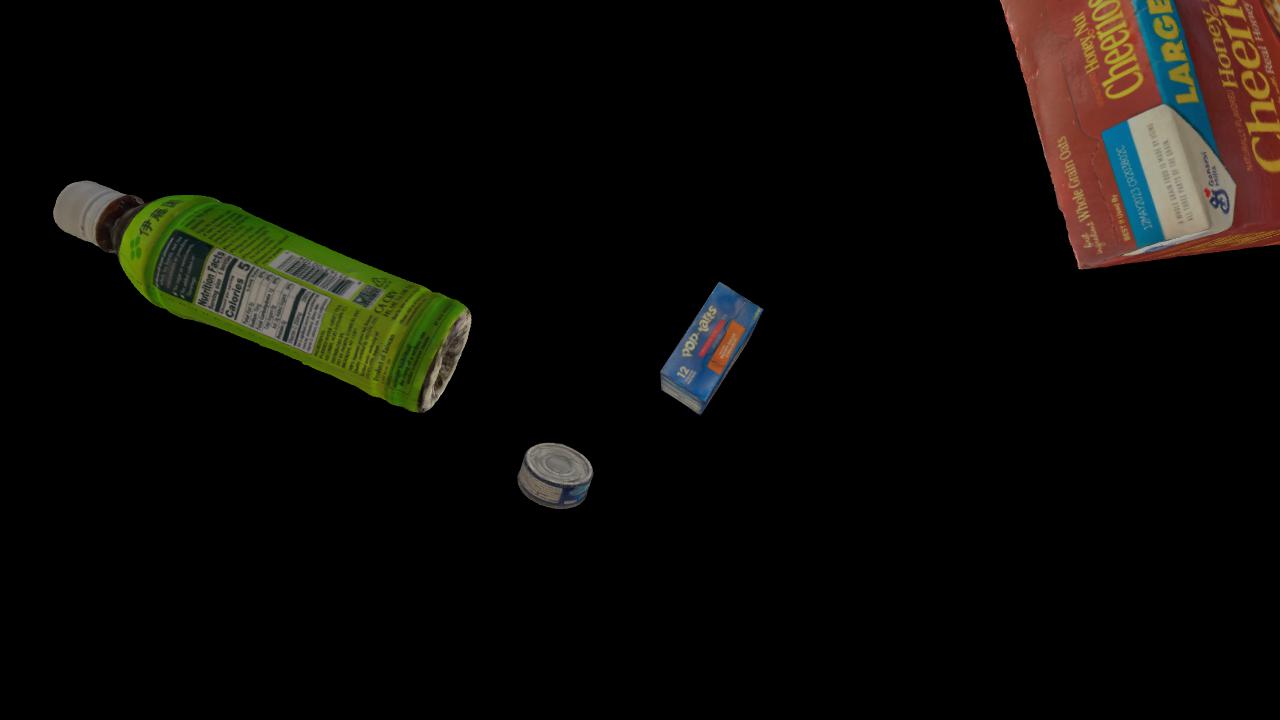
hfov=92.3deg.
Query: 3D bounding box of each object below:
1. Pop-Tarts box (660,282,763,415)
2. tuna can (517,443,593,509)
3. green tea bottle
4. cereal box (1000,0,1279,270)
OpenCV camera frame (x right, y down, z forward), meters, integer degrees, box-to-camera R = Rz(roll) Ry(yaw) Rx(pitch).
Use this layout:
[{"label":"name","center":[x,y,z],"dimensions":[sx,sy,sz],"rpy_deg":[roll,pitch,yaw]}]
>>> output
[{"label":"Pop-Tarts box","center":[0.109,-0.012,0.962],"dimensions":[0.083,0.167,0.141],"rpy_deg":[31,-11,10]},{"label":"tuna can","center":[-0.097,0.132,0.714],"dimensions":[0.084,0.034,0.084],"rpy_deg":[17,22,-7]},{"label":"green tea bottle","center":[-0.204,-0.041,0.341],"dimensions":[0.212,0.073,0.073],"rpy_deg":[25,-4,-8]},{"label":"cereal box","center":[0.396,-0.177,0.420],"dimensions":[0.306,0.203,0.081],"rpy_deg":[-8,-8,-25]}]
